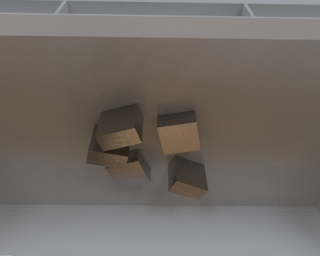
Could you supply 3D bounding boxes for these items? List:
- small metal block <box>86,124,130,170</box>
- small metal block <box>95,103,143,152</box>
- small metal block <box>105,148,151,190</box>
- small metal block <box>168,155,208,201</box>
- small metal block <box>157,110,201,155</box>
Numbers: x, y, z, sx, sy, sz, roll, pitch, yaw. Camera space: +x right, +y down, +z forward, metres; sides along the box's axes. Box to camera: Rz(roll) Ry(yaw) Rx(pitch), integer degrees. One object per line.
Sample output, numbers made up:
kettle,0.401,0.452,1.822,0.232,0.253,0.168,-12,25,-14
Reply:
small metal block,-0.067,0.025,0.413,0.050,0.050,0.025,11,129,-9
small metal block,-0.050,-0.001,0.391,0.050,0.050,0.025,-13,129,11
small metal block,-0.046,0.062,0.461,0.050,0.025,0.050,-15,129,12
small metal block,0.040,0.073,0.455,0.050,0.050,0.025,20,127,-16
small metal block,0.026,0.007,0.415,0.050,0.025,0.050,-8,130,6
